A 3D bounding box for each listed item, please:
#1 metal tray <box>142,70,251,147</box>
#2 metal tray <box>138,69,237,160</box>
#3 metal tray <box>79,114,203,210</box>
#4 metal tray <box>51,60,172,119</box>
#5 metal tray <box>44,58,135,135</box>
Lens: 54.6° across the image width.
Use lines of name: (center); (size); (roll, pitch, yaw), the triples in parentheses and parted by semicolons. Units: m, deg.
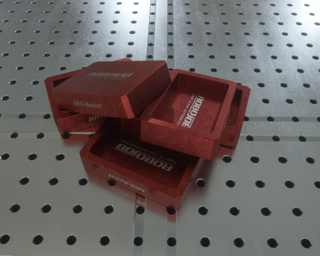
metal tray: (0.051, -0.031, 0.430); (0.130, 0.030, 0.090); (14, 51, 13)
metal tray: (0.039, -0.024, 0.384); (0.090, 0.030, 0.130); (15, 40, 13)
metal tray: (-0.018, 0.032, 0.378); (0.130, 0.030, 0.090); (21, 53, 16)
metal tray: (-0.063, -0.053, 0.396); (0.130, 0.030, 0.090); (8, 39, 35)
metal tray: (-0.090, -0.050, 0.445); (0.131, 0.030, 0.090); (-18, 52, -14)
